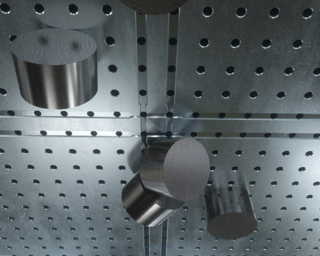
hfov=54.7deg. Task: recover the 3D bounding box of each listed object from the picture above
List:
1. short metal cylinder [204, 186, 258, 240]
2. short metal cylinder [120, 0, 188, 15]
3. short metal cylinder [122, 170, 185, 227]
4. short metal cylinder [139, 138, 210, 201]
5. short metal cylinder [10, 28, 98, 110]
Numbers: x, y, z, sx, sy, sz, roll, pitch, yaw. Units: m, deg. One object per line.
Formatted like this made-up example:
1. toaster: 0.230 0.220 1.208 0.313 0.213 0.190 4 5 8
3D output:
1. short metal cylinder: 0.116 0.143 0.518 0.081 0.050 0.079 0 130 0
2. short metal cylinder: -0.005 -0.147 0.270 0.081 0.050 0.079 0 130 0
3. short metal cylinder: -0.009 0.097 0.458 0.080 0.080 0.050 27 125 -21
4. short metal cylinder: 0.020 0.053 0.412 0.080 0.080 0.050 41 155 -29
5. short metal cylinder: -0.106 -0.063 0.321 0.081 0.080 0.050 5 130 -4
